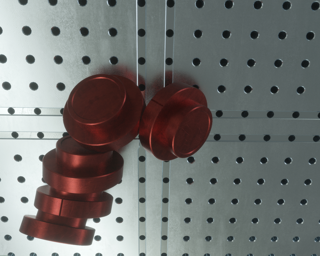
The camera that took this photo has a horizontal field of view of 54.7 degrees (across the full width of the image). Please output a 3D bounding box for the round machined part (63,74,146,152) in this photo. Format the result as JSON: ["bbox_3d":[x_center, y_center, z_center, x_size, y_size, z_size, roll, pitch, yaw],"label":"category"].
[{"bbox_3d":[-0.068,-0.024,0.364,0.099,0.098,0.042,-12,151,4],"label":"round machined part"}]

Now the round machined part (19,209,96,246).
[{"bbox_3d":[-0.138,0.131,0.431,0.099,0.098,0.042,14,74,-6],"label":"round machined part"}]

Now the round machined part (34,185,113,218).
[{"bbox_3d":[-0.110,0.085,0.409,0.099,0.098,0.042,9,87,-4],"label":"round machined part"}]

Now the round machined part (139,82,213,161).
[{"bbox_3d":[0.026,-0.003,0.375,0.099,0.042,0.097,-27,132,-34],"label":"round machined part"}]

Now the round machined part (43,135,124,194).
[{"bbox_3d":[-0.094,0.038,0.387,0.099,0.098,0.042,6,109,-3],"label":"round machined part"}]
